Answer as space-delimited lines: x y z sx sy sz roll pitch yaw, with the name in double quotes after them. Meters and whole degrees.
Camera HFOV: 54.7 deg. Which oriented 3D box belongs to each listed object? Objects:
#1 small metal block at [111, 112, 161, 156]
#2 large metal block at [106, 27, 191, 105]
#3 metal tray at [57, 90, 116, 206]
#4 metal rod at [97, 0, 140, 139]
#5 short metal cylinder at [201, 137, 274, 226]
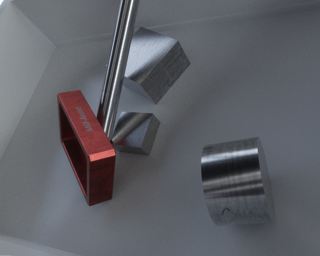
-0.033 0.007 0.418 0.050 0.025 0.050 4 64 29 "small metal block"
-0.017 -0.093 0.454 0.080 0.050 0.080 33 80 38 "large metal block"
-0.098 0.023 0.400 0.030 0.089 0.130 -13 45 -27 "metal tray"
-0.047 -0.133 0.407 0.025 0.025 0.298 14 93 33 "metal rod"
0.076 0.051 0.298 0.050 0.080 0.080 -11 57 22 "short metal cylinder"
